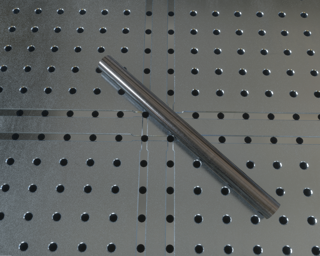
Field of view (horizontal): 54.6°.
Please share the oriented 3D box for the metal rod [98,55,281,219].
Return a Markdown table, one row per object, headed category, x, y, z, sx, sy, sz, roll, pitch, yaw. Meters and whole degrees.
| category | x | y | z | sx | sy | sz | roll | pitch | yaw |
| --- | --- | --- | --- | --- | --- | --- | --- | --- | --- |
| metal rod | 0.029 | 0.003 | 0.410 | 0.300 | 0.025 | 0.025 | 42 | 75 | 14 |
